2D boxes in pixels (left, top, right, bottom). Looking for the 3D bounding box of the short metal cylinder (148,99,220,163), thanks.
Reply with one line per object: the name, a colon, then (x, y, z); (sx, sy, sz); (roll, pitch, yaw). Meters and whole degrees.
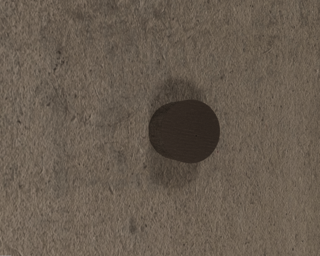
short metal cylinder: (0.031, 0.004, 0.408); (0.081, 0.050, 0.079); (0, 90, -21)
